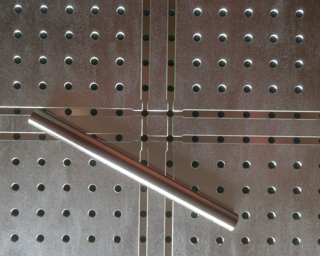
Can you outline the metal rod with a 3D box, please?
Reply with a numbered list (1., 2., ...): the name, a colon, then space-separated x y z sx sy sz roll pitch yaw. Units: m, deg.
1. metal rod: -0.034 0.055 0.413 0.301 0.025 0.025 28 90 0
